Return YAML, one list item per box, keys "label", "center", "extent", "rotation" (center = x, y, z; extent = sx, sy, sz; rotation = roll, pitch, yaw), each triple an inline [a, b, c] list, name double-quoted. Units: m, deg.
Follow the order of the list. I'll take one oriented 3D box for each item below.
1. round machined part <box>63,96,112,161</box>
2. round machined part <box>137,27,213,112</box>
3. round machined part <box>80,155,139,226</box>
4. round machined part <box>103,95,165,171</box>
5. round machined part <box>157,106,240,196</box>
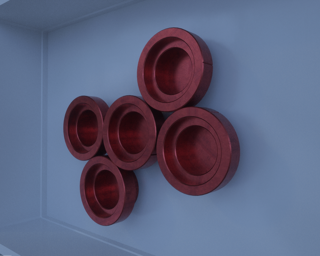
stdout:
- label: "round machined part"
  center: [-0.103, 0.000, 0.478]
  extent: [0.098, 0.042, 0.097]
  rotation: [0, 90, 40]
- label: "round machined part"
  center: [0.022, -0.067, 0.375]
  extent: [0.098, 0.042, 0.097]
  rotation: [0, 90, 40]
- label: "round machined part"
  center: [-0.070, 0.088, 0.449]
  extent: [0.098, 0.042, 0.097]
  rotation: [0, 90, 40]
- label: "round machined part"
  center: [-0.029, 0.006, 0.415]
  extent: [0.098, 0.042, 0.097]
  rotation: [0, 90, 40]
- label: "round machined part"
  center: [0.047, 0.025, 0.354]
  extent: [0.098, 0.042, 0.097]
  rotation: [0, 90, 40]
